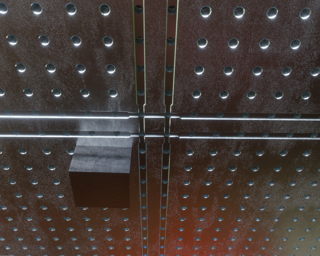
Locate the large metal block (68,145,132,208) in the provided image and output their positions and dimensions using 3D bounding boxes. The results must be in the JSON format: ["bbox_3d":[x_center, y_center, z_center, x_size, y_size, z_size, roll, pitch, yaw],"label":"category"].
[{"bbox_3d":[-0.083,0.073,0.456,0.081,0.050,0.079,2,130,-3],"label":"large metal block"}]
